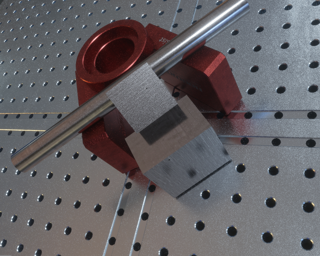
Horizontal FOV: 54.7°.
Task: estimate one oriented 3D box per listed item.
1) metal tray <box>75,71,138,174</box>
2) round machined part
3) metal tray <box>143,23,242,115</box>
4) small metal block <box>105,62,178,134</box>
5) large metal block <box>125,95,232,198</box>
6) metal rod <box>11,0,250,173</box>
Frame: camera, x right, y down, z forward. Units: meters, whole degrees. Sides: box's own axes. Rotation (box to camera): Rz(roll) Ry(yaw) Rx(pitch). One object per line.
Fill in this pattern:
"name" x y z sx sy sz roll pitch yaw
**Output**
"metal tray" -0.068 -0.015 0.409 0.030 0.090 0.130 -26 53 12
"round machined part" -0.051 -0.084 0.386 0.098 0.042 0.098 -13 56 20
"metal tray" 0.035 -0.075 0.392 0.130 0.090 0.030 36 83 38
"small metal block" -0.018 -0.030 0.314 0.050 0.050 0.025 -37 7 3
"large metal block" 0.022 0.024 0.342 0.080 0.080 0.050 -36 52 4
"metal rod" -0.035 -0.046 0.338 0.300 0.025 0.025 -35 52 4
